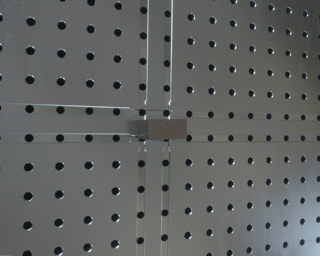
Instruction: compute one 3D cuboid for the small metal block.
[{"bbox_3d":[0.001,0.001,0.401,0.050,0.050,0.025,-1,91,-20],"label":"small metal block"}]
